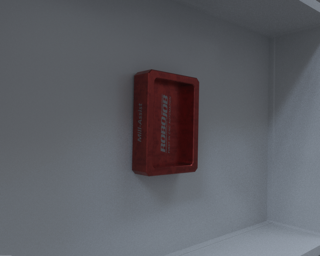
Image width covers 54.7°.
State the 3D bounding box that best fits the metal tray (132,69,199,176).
[{"bbox_3d":[0.010,-0.005,0.409,0.091,0.030,0.129,2,88,-41],"label":"metal tray"}]
